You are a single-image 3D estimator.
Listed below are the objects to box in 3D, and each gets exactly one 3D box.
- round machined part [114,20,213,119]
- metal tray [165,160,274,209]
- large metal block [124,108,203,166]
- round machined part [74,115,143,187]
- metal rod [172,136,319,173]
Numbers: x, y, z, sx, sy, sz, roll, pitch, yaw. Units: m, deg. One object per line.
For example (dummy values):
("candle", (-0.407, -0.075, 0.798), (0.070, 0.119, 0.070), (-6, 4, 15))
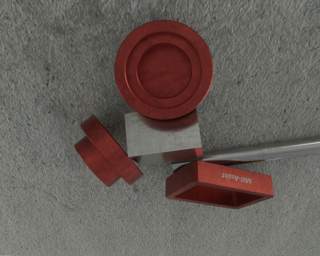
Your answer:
("round machined part", (0.005, -0.060, 0.326), (0.099, 0.042, 0.097), (1, 97, 5))
("metal tray", (0.085, 0.086, 0.449), (0.131, 0.030, 0.090), (14, 150, -21))
("large metal block", (0.008, 0.012, 0.377), (0.080, 0.050, 0.080), (-8, 165, 6))
("round machined part", (-0.067, 0.034, 0.383), (0.042, 0.098, 0.098), (-40, 126, -8))
("metal rod", (0.167, 0.032, 0.436), (0.302, 0.025, 0.025), (-8, 130, 6))
